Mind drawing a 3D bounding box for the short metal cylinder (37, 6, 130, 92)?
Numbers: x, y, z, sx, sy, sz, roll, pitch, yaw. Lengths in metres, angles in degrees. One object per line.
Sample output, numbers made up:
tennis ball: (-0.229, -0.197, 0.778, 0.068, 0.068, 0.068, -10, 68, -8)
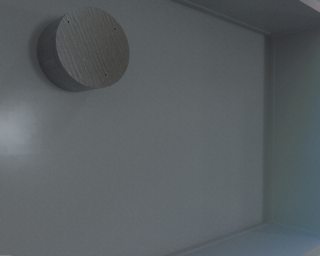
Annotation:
short metal cylinder: (-0.080, -0.079, 0.325, 0.081, 0.050, 0.079, 0, 90, -40)
